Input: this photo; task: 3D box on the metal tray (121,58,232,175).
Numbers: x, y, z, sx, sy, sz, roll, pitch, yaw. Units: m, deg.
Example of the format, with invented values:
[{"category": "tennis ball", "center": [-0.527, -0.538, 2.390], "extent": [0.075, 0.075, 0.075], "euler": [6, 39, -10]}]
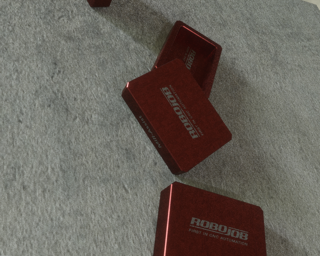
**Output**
[{"category": "metal tray", "center": [0.023, -0.016, 0.403], "extent": [0.091, 0.030, 0.130], "euler": [-32, 87, -26]}]

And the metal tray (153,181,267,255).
[{"category": "metal tray", "center": [0.061, 0.124, 0.360], "extent": [0.131, 0.030, 0.090], "euler": [20, 54, -17]}]

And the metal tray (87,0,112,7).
[{"category": "metal tray", "center": [-0.104, -0.261, 0.466], "extent": [0.030, 0.090, 0.130], "euler": [-17, 71, -35]}]

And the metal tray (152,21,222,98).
[{"category": "metal tray", "center": [0.044, -0.104, 0.488], "extent": [0.090, 0.030, 0.130], "euler": [29, 52, -11]}]
